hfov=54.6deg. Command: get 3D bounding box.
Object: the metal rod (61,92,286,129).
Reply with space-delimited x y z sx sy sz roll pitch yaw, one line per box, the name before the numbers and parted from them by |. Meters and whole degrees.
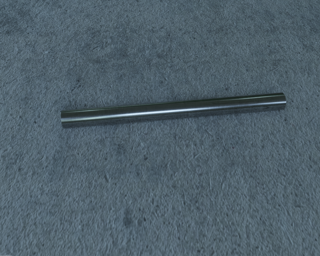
metal rod | 0.021 -0.024 0.423 0.302 0.025 0.025 -5 50 -4
